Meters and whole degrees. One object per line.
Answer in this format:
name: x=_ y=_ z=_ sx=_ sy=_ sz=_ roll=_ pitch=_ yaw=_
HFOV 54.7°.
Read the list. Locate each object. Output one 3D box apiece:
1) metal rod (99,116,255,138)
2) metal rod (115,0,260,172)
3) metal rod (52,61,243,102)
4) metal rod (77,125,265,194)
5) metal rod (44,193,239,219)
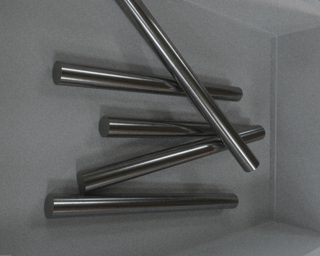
metal rod: x=0.052 y=0.003 z=0.449 sx=0.302 sy=0.025 sz=0.025 roll=2 pitch=89 yaw=-40
metal rod: x=0.040 y=-0.057 z=0.405 sx=0.300 sy=0.025 sz=0.025 roll=51 pitch=60 yaw=-16
metal rod: x=0.010 y=-0.056 z=0.414 sx=0.302 sy=0.025 sz=0.025 roll=0 pitch=90 yaw=-40
metal rod: x=0.038 y=0.033 z=0.419 sx=0.303 sy=0.025 sz=0.025 roll=-12 pitch=98 yaw=-34
metal rod: x=0.003 y=0.099 z=0.408 sx=0.302 sy=0.025 sz=0.025 roll=10 pitch=84 yaw=-40
